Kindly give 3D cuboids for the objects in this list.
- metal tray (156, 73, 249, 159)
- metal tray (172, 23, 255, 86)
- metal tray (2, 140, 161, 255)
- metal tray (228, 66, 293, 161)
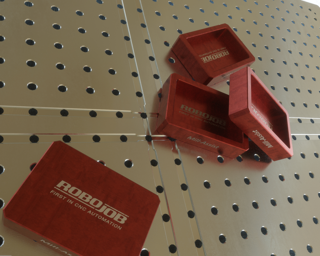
[{"bbox_3d":[0.064,-0.017,0.449,0.131,0.030,0.090,19,54,-17],"label":"metal tray"},{"bbox_3d":[0.094,-0.127,0.532,0.131,0.030,0.090,-26,76,-37],"label":"metal tray"},{"bbox_3d":[-0.074,0.082,0.315,0.130,0.030,0.090,31,52,-8],"label":"metal tray"},{"bbox_3d":[0.153,-0.019,0.467,0.130,0.030,0.090,38,46,-31],"label":"metal tray"}]
